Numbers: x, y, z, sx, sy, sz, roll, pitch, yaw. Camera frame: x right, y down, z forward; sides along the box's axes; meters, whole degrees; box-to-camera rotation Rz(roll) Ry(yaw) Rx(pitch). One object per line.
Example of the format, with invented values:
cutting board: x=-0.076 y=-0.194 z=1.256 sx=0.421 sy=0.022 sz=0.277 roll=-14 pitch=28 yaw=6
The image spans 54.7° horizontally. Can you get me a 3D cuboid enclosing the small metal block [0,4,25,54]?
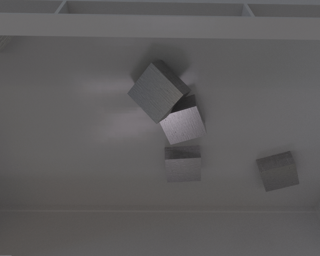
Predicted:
small metal block: x=-0.179 y=-0.104 z=0.319 sx=0.050 sy=0.025 sz=0.050 roll=-35 pitch=122 yaw=26

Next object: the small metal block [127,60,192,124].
small metal block: x=-0.001 y=-0.042 z=0.358 sx=0.050 sy=0.025 sz=0.050 roll=46 pitch=122 yaw=6

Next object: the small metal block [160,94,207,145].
small metal block: x=0.029 y=-0.010 z=0.401 sx=0.050 sy=0.025 sz=0.050 roll=-16 pitch=129 yaw=13

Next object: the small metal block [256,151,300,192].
small metal block: x=0.177 y=0.066 z=0.467 sx=0.050 sy=0.025 sz=0.050 roll=-17 pitch=128 yaw=14

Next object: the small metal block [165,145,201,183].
small metal block: x=0.034 y=0.053 z=0.455 sx=0.050 sy=0.025 sz=0.050 roll=-4 pitch=130 yaw=3
